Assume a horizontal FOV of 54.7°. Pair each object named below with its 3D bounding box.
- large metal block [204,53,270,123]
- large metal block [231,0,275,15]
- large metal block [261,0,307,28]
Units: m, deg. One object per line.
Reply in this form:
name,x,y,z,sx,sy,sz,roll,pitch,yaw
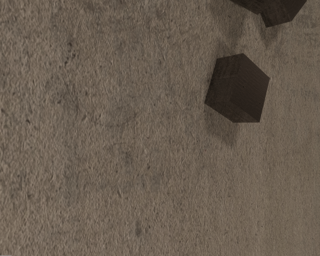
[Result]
large metal block,0.125,-0.061,0.496,0.080,0.050,0.080,28,72,-37
large metal block,0.147,-0.244,0.496,0.080,0.050,0.080,23,74,-13
large metal block,0.224,-0.249,0.579,0.080,0.050,0.080,-49,120,-29
